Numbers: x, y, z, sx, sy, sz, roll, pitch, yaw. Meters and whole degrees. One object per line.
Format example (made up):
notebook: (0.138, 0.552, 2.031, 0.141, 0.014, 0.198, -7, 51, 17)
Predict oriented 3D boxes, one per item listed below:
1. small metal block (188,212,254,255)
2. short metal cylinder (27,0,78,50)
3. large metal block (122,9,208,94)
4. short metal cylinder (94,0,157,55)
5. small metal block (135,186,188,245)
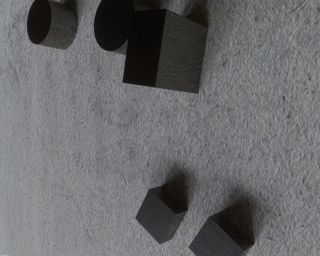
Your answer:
small metal block: (0.068, 0.133, 0.349, 0.050, 0.025, 0.050, 42, 115, 32)
short metal cylinder: (-0.190, -0.183, 0.546, 0.080, 0.050, 0.080, 0, 90, 40)
large metal block: (0.008, -0.086, 0.363, 0.050, 0.081, 0.079, 14, 99, 39)
short metal cylinder: (-0.046, -0.141, 0.426, 0.080, 0.050, 0.080, 0, 90, 40)
small metal block: (0.001, 0.113, 0.404, 0.050, 0.025, 0.050, 38, 113, 33)
